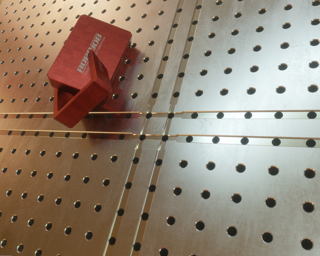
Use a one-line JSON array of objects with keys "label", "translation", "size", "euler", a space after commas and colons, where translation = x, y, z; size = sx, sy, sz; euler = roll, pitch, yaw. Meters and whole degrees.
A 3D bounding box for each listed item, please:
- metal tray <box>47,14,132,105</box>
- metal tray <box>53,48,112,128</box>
[{"label": "metal tray", "translation": [-0.110, -0.112, 0.500], "size": [0.090, 0.030, 0.130], "euler": [21, 69, -1]}, {"label": "metal tray", "translation": [-0.125, -0.071, 0.484], "size": [0.090, 0.030, 0.130], "euler": [-40, 39, 15]}]
